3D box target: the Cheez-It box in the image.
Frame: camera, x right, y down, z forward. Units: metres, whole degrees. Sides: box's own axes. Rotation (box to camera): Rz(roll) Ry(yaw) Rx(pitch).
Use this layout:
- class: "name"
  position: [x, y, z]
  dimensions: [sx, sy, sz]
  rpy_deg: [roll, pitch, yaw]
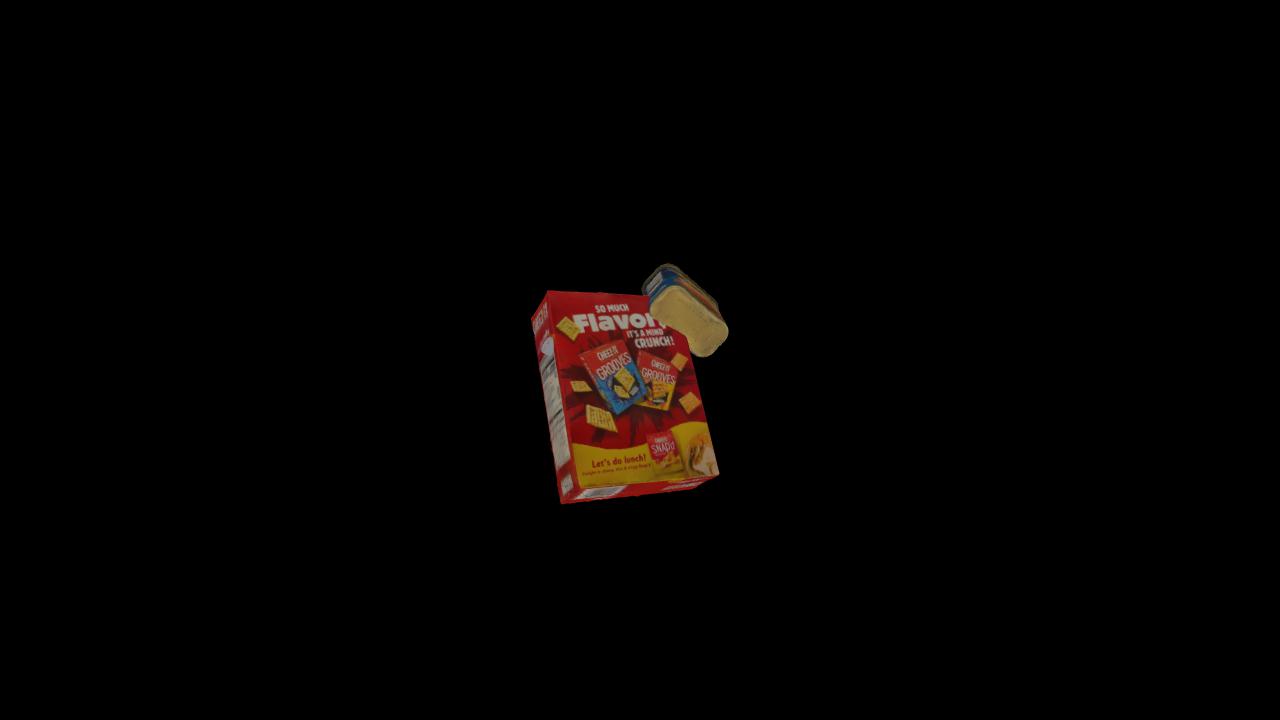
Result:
- class: "Cheez-It box"
  position: [-0.020, 0.035, 0.676]
  dimensions: [0.166, 0.223, 0.071]
  rpy_deg: [0, -25, -29]

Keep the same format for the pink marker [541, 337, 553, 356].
- class: "pink marker"
  position: [-0.051, 0.011, 0.664]
  dimensions: [0.121, 0.020, 0.020]
  rpy_deg: [31, -14, -24]

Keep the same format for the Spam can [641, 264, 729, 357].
- class: "Spam can"
  position: [0.053, -0.059, 0.738]
  dimensions: [0.101, 0.058, 0.085]
  rpy_deg: [38, 17, -17]
